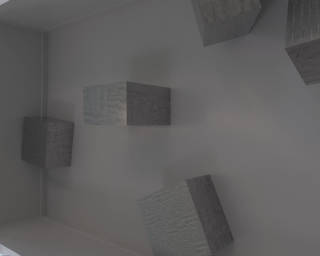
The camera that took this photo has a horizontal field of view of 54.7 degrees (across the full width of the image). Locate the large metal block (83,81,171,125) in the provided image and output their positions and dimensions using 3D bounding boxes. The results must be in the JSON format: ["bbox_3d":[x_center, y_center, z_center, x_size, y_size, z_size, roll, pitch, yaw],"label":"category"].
[{"bbox_3d":[-0.043,-0.028,0.406,0.080,0.081,0.050,0,90,40],"label":"large metal block"}]

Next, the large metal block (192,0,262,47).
[{"bbox_3d":[0.058,-0.135,0.307,0.050,0.080,0.080,-15,89,8],"label":"large metal block"}]

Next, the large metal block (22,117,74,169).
[{"bbox_3d":[-0.203,0.024,0.558,0.080,0.050,0.079,11,97,39],"label":"large metal block"}]

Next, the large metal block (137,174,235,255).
[{"bbox_3d":[0.028,0.108,0.367,0.080,0.050,0.080,-30,71,36],"label":"large metal block"}]

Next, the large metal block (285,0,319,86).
[{"bbox_3d":[0.150,-0.088,0.244,0.080,0.050,0.080,-9,54,40],"label":"large metal block"}]
